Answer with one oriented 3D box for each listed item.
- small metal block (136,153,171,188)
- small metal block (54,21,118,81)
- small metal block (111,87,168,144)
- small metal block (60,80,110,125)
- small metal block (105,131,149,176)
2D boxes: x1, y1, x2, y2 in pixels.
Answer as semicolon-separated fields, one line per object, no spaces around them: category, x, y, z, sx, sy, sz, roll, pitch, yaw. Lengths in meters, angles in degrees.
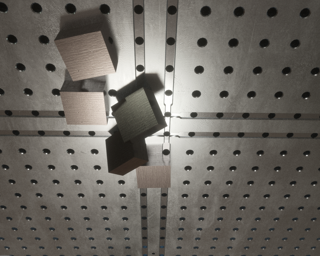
small metal block;-0.009;0.065;0.467;0.050;0.025;0.050;-1;130;0
small metal block;-0.079;-0.083;0.340;0.050;0.025;0.050;-10;130;8
small metal block;-0.026;-0.014;0.380;0.050;0.050;0.025;-29;162;21
small metal block;-0.092;-0.031;0.384;0.050;0.025;0.050;1;130;-1
small metal block;-0.045;0.029;0.413;0.050;0.050;0.025;-32;144;31
